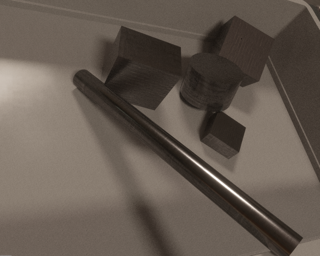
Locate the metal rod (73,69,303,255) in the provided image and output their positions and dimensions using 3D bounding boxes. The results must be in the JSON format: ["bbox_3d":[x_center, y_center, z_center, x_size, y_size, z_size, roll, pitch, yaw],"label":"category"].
[{"bbox_3d":[0.004,0.017,0.322,0.025,0.025,0.300,-27,53,-37],"label":"metal rod"}]

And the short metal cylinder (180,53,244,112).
[{"bbox_3d":[0.076,-0.069,0.459,0.081,0.050,0.080,10,41,-9],"label":"short metal cylinder"}]

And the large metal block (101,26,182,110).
[{"bbox_3d":[-0.027,-0.074,0.402,0.081,0.080,0.050,14,56,-21],"label":"large metal block"}]

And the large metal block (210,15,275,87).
[{"bbox_3d":[0.133,-0.126,0.521,0.080,0.050,0.080,25,79,-13],"label":"large metal block"}]

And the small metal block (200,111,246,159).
[{"bbox_3d":[0.093,0.009,0.452,0.050,0.025,0.050,33,51,-7],"label":"small metal block"}]
